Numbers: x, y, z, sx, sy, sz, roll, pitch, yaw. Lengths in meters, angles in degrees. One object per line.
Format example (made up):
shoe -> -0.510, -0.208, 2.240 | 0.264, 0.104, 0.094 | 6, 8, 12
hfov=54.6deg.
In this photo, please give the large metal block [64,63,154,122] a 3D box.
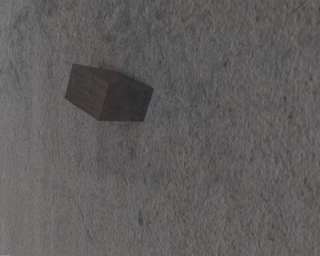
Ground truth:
large metal block -> -0.070, -0.048, 0.428 | 0.080, 0.081, 0.050 | 30, 109, 36
